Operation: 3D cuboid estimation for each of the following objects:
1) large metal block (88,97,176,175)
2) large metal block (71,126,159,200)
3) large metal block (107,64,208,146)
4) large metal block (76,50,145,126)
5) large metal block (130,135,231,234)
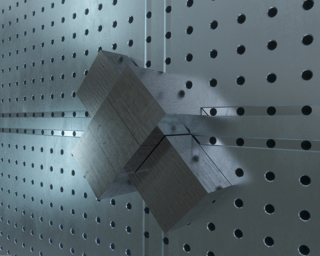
[{"bbox_3d":[-0.031,0.008,0.398,0.050,0.081,0.080,-52,60,27],"label":"large metal block"},{"bbox_3d":[-0.059,0.044,0.420,0.050,0.081,0.080,-52,60,27],"label":"large metal block"},{"bbox_3d":[-0.003,-0.027,0.375,0.050,0.081,0.080,-52,60,27],"label":"large metal block"},{"bbox_3d":[-0.064,-0.051,0.440,0.080,0.050,0.080,52,121,27],"label":"large metal block"},{"bbox_3d":[0.022,0.065,0.373,0.080,0.050,0.080,-52,60,28],"label":"large metal block"}]
